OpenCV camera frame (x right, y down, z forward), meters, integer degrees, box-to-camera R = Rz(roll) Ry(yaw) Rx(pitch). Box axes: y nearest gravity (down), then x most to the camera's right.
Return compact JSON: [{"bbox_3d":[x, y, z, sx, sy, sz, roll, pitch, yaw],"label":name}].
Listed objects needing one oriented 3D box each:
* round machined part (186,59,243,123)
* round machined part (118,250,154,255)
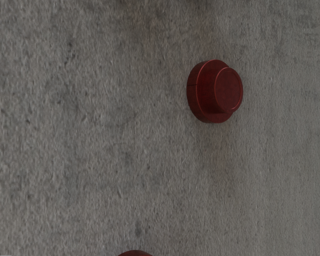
[{"bbox_3d":[0.090,-0.056,0.471,0.099,0.042,0.097,0,90,-40],"label":"round machined part"},{"bbox_3d":[-0.039,0.193,0.363,0.099,0.042,0.097,0,90,-40],"label":"round machined part"}]
